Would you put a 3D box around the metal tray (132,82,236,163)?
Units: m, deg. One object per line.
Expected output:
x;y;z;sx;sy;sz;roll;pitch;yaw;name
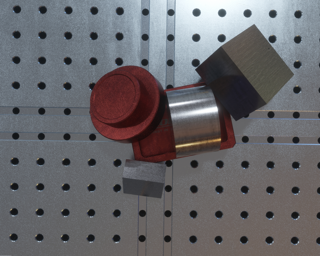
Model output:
0.025;-0.007;0.409;0.131;0.030;0.089;-11;90;0;metal tray

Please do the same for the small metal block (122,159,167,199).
-0.020;0.066;0.395;0.050;0.050;0.025;8;56;0;small metal block

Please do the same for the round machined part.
-0.046;-0.033;0.382;0.098;0.042;0.098;-6;74;22;round machined part

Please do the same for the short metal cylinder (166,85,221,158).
0.038;-0.008;0.370;0.050;0.080;0.080;-9;90;-1;short metal cylinder

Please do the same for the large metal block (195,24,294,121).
0.104;-0.068;0.378;0.080;0.050;0.080;-39;91;-37;large metal block
